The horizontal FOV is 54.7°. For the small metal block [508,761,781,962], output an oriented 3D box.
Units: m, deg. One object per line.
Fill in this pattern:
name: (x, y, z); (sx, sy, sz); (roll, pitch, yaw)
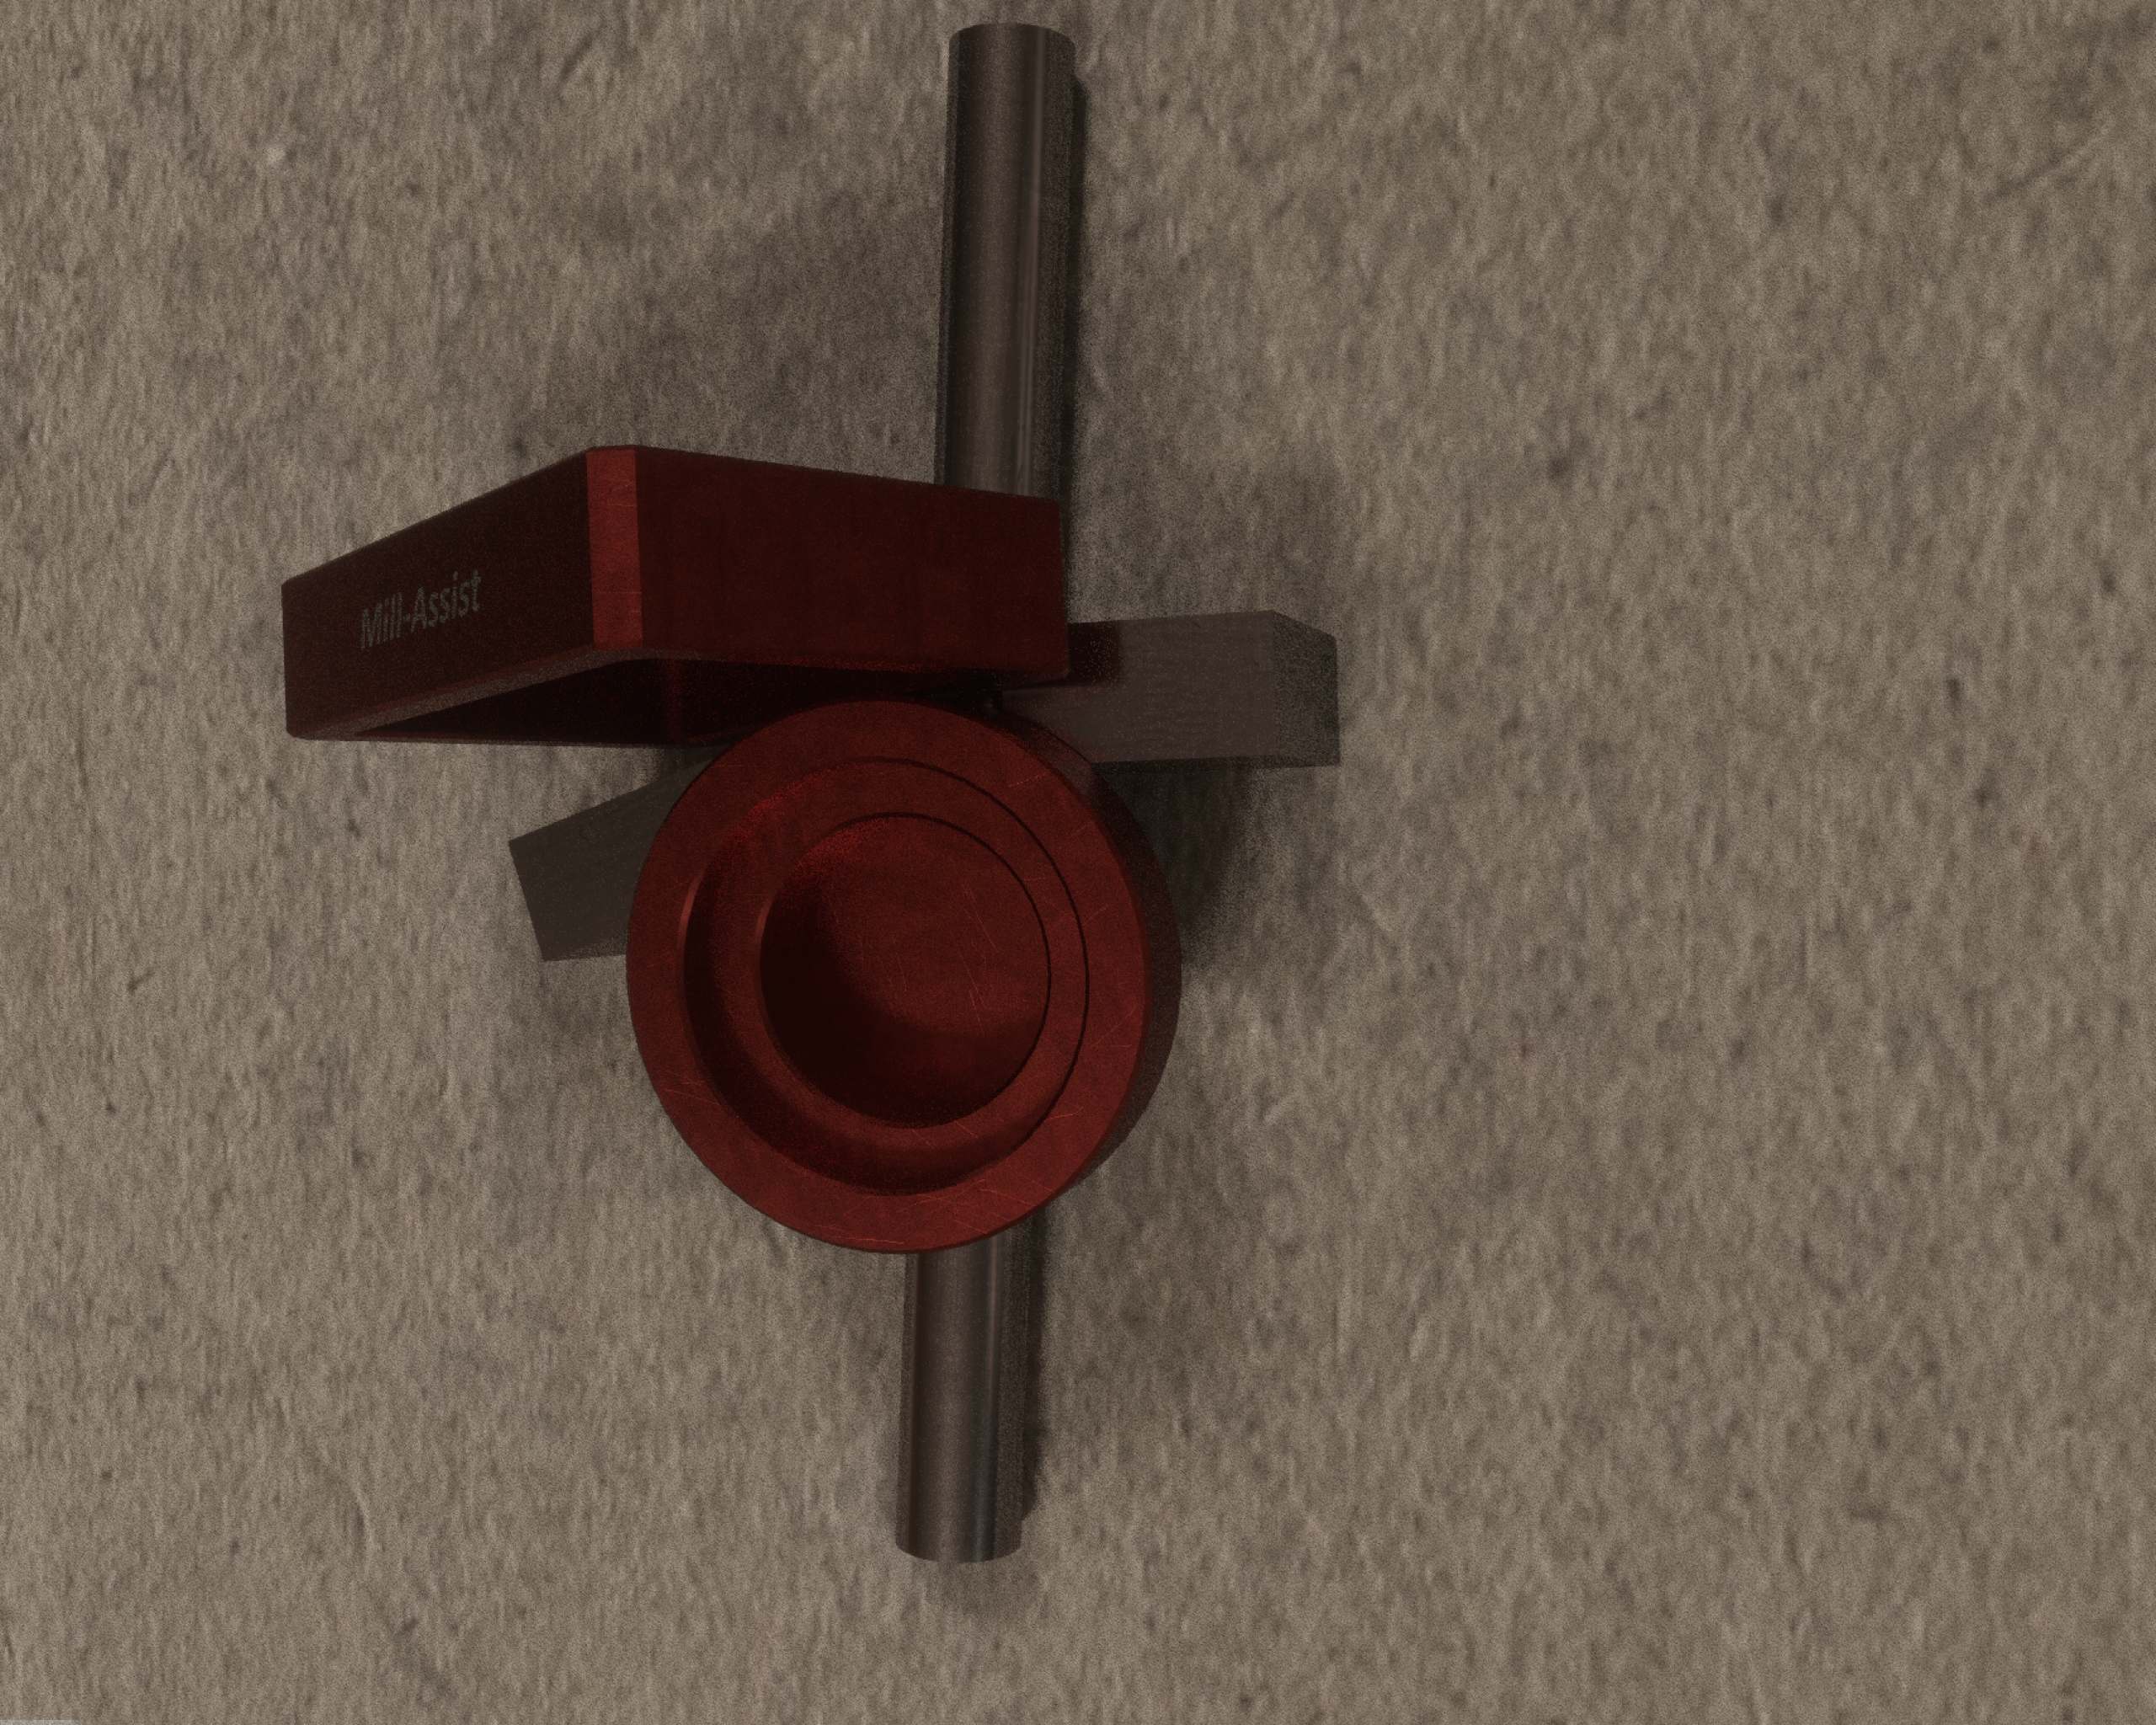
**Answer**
small metal block: (-0.077, -0.001, 0.423); (0.050, 0.050, 0.025); (-20, 84, 18)

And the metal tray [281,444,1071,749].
metal tray: (-0.076, -0.043, 0.377); (0.130, 0.091, 0.030); (-5, 87, 49)

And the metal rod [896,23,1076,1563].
metal rod: (-0.018, -0.013, 0.416); (0.025, 0.025, 0.298); (2, 91, 19)

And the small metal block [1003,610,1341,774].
small metal block: (0.019, -0.030, 0.390); (0.050, 0.050, 0.025); (-2, 90, 19)

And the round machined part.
round machined part: (-0.028, 0.018, 0.381); (0.098, 0.042, 0.097); (1, 94, 17)
